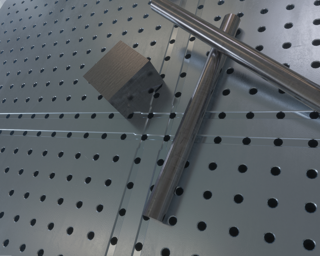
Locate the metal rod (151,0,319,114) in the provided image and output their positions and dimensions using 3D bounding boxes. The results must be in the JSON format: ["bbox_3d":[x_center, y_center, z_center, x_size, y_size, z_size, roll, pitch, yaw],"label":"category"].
[{"bbox_3d":[0.092,-0.102,0.394,0.025,0.025,0.300,-46,60,-4],"label":"metal rod"}]

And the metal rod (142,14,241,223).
[{"bbox_3d":[0.048,-0.027,0.399,0.025,0.025,0.300,11,67,32],"label":"metal rod"}]

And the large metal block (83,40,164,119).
[{"bbox_3d":[-0.055,-0.074,0.467,0.080,0.050,0.080,-45,51,-3],"label":"large metal block"}]
